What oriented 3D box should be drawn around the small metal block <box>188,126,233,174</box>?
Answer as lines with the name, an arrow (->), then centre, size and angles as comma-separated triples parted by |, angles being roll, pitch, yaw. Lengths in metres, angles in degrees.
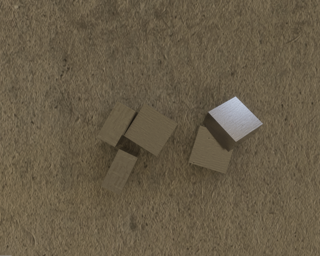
small metal block -> 0.068, 0.028, 0.410 | 0.050, 0.025, 0.050 | 17, 90, 0

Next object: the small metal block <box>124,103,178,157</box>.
small metal block -> -0.012, 0.002, 0.410 | 0.050, 0.025, 0.050 | 32, 90, 0

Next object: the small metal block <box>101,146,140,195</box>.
small metal block -> -0.049, 0.053, 0.397 | 0.025, 0.050, 0.050 | 26, 90, 0

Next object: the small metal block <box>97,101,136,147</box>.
small metal block -> -0.053, -0.005, 0.397 | 0.025, 0.050, 0.050 | 30, 90, 0

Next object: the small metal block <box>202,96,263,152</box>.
small metal block -> 0.092, -0.006, 0.393 | 0.050, 0.025, 0.050 | -29, 67, -27
